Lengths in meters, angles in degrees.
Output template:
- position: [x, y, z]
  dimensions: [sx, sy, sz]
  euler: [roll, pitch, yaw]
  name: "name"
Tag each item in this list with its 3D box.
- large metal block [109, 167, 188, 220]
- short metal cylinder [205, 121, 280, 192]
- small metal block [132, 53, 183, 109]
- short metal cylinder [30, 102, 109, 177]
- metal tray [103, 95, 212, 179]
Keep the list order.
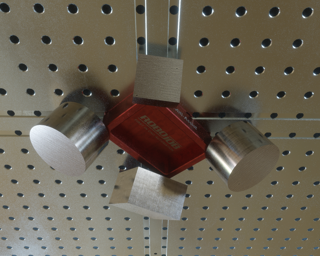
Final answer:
- position: [-0.019, 0.099, 0.456]
  dimensions: [0.080, 0.050, 0.080]
  euler: [24, 157, -20]
  name: "large metal block"
- position: [0.108, 0.038, 0.408]
  dimensions: [0.081, 0.050, 0.079]
  euler: [-18, 134, -20]
  name: "short metal cylinder"
- position: [-0.003, -0.052, 0.347]
  dimensions: [0.050, 0.050, 0.025]
  euler: [7, 168, -6]
  name: "small metal block"
- position: [-0.112, 0.014, 0.386]
  dimensions: [0.080, 0.050, 0.079]
  euler: [17, 134, 19]
  name: "short metal cylinder"
- position: [-0.001, 0.010, 0.415]
  dimensions: [0.090, 0.030, 0.130]
  euler: [-34, 123, 25]
  name: "metal tray"
